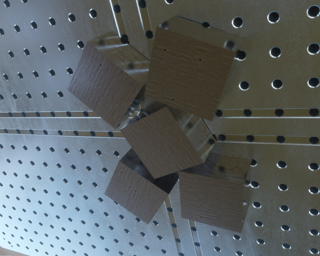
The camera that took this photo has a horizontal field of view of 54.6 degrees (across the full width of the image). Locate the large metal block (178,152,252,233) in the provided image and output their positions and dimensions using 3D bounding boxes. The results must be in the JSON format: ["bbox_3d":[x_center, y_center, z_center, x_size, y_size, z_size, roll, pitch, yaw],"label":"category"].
[{"bbox_3d":[0.073,0.081,0.407,0.080,0.050,0.080,8,122,23],"label":"large metal block"}]

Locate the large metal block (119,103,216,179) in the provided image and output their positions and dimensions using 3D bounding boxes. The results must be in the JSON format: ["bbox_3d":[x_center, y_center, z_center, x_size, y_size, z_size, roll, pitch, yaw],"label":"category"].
[{"bbox_3d":[0.011,0.010,0.395,0.080,0.050,0.080,-25,105,37],"label":"large metal block"}]

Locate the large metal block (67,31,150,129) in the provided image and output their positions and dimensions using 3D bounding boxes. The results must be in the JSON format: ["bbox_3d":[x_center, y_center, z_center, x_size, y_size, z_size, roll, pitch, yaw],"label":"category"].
[{"bbox_3d":[-0.058,-0.060,0.389,0.080,0.050,0.080,39,130,2],"label":"large metal block"}]

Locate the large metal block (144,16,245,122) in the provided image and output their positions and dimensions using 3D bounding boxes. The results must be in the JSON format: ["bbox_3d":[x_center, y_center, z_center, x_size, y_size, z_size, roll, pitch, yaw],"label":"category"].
[{"bbox_3d":[0.035,-0.065,0.335,0.080,0.050,0.079,21,127,12],"label":"large metal block"}]

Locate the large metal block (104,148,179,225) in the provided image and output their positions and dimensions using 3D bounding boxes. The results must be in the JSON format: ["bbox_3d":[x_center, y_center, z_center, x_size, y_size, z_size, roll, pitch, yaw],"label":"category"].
[{"bbox_3d":[-0.026,0.082,0.458,0.080,0.050,0.080,33,129,7],"label":"large metal block"}]
